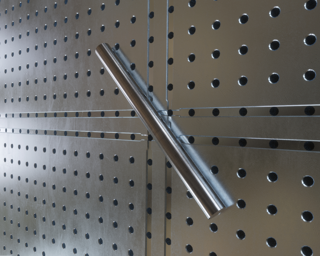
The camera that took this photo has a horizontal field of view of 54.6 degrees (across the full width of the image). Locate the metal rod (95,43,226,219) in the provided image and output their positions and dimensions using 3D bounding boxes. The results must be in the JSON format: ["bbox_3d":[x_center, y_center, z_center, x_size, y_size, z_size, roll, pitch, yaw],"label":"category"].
[{"bbox_3d":[-0.012,-0.012,0.421,0.025,0.025,0.299,-50,61,28],"label":"metal rod"}]
